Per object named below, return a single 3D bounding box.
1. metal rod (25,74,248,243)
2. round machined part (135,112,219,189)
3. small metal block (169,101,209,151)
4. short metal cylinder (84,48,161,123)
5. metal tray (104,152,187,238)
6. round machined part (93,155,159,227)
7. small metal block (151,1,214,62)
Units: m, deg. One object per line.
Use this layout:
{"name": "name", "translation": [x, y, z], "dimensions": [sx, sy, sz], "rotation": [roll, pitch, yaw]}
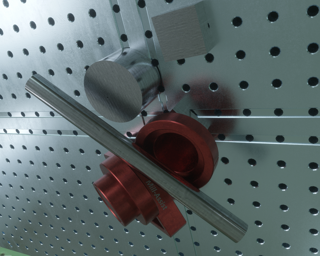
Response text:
{"name": "metal rod", "translation": [-0.031, 0.032, 0.360], "dimensions": [0.301, 0.025, 0.025], "rotation": [35, 129, 5]}
{"name": "round machined part", "translation": [0.023, 0.025, 0.371], "dimensions": [0.098, 0.042, 0.097], "rotation": [13, 123, 20]}
{"name": "small metal block", "translation": [0.025, 0.002, 0.399], "dimensions": [0.050, 0.025, 0.050], "rotation": [43, 129, -2]}
{"name": "short metal cylinder", "translation": [-0.046, -0.053, 0.386], "dimensions": [0.080, 0.050, 0.079], "rotation": [13, 124, 21]}
{"name": "metal tray", "translation": [-0.023, 0.086, 0.445], "dimensions": [0.130, 0.030, 0.090], "rotation": [59, 159, -15]}
{"name": "round machined part", "translation": [-0.049, 0.085, 0.394], "dimensions": [0.098, 0.042, 0.098], "rotation": [44, 158, 24]}
{"name": "small metal block", "translation": [0.025, -0.103, 0.334], "dimensions": [0.050, 0.025, 0.050], "rotation": [-5, 116, 30]}
